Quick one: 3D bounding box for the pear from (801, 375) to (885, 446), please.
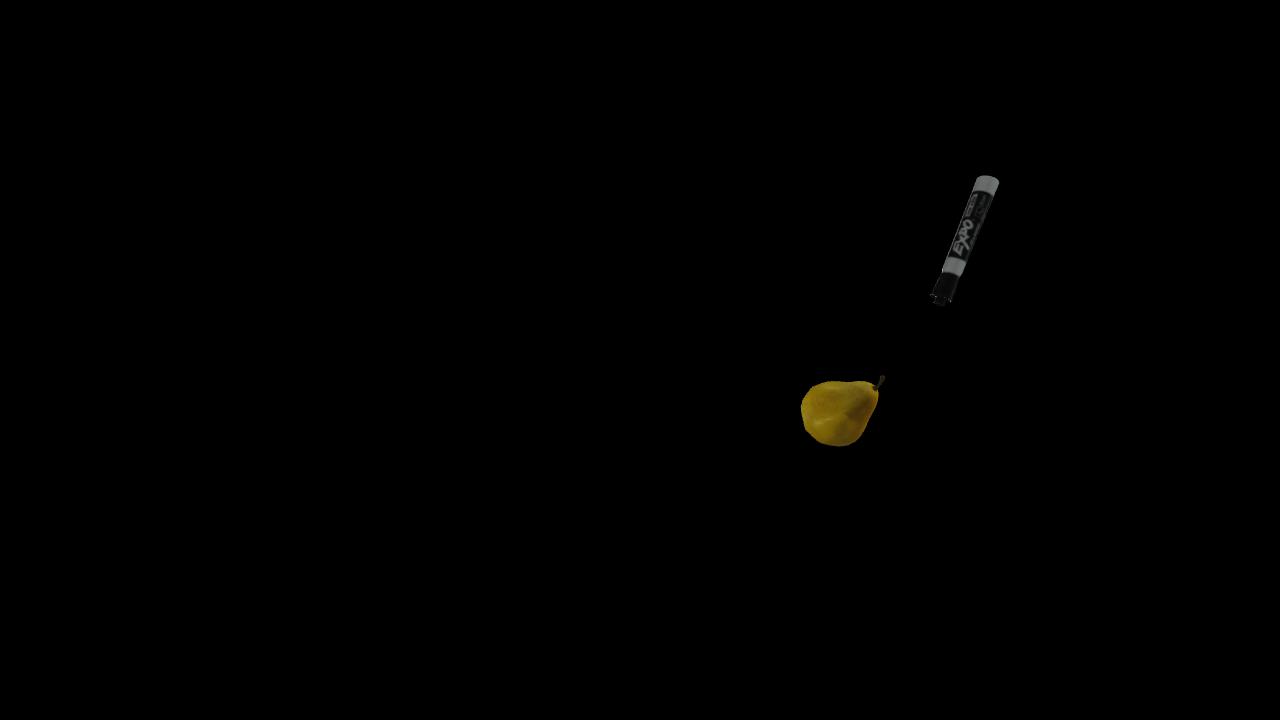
[{"bbox_3d":[0.247,0.056,0.723,0.080,0.080,0.111,0,-20,-40],"label":"pear"}]

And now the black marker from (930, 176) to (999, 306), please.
[{"bbox_3d":[0.288,-0.105,0.547,0.020,0.121,0.020,22,-1,1],"label":"black marker"}]
